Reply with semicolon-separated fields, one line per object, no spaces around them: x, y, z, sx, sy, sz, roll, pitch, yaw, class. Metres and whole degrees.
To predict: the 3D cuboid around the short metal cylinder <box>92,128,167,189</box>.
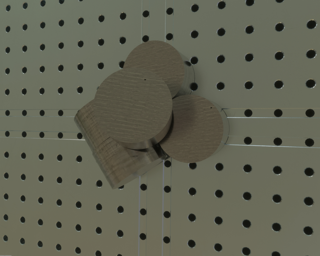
-0.038;0.036;0.395;0.080;0.080;0.050;-35;79;16;short metal cylinder

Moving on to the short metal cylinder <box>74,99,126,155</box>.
-0.063;-0.007;0.405;0.080;0.080;0.050;-35;79;16;short metal cylinder

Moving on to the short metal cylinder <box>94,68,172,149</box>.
-0.027;-0.019;0.339;0.081;0.050;0.080;0;78;2;short metal cylinder

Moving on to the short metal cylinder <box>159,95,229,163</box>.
0.042;0.001;0.383;0.080;0.050;0.079;0;90;19;short metal cylinder

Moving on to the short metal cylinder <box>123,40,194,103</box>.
-0.001;-0.066;0.398;0.080;0.050;0.079;0;90;19;short metal cylinder
